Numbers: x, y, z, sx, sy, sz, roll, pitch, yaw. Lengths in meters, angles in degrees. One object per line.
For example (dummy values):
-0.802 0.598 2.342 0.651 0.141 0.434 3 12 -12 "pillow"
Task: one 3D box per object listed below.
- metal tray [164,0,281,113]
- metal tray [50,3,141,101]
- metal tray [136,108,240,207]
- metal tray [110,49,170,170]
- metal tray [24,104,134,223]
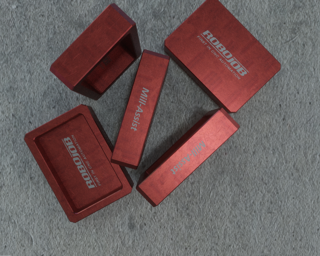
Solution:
0.080 -0.094 0.410 0.090 0.030 0.130 -44 91 0 "metal tray"
-0.065 -0.079 0.358 0.030 0.130 0.090 44 90 -1 "metal tray"
0.030 0.032 0.379 0.130 0.090 0.030 -43 90 0 "metal tray"
-0.022 -0.021 0.378 0.030 0.090 0.129 17 90 0 "metal tray"
-0.104 0.045 0.407 0.090 0.030 0.130 -29 90 -1 "metal tray"
